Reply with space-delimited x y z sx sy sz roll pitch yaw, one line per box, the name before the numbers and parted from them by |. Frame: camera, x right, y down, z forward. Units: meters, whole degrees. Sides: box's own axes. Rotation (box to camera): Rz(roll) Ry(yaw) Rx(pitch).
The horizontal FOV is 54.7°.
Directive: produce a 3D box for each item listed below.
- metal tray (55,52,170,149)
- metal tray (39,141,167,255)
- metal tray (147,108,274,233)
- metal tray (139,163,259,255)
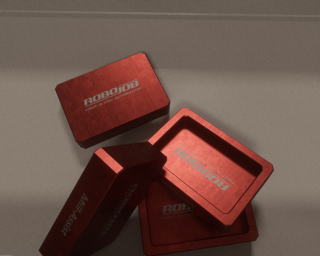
metal tray | -0.063 -0.039 0.420 0.131 0.030 0.090 -24 72 -9
metal tray | -0.055 0.076 0.314 0.030 0.090 0.129 39 108 21
metal tray | 0.050 0.044 0.358 0.130 0.030 0.090 36 64 22
metal tray | 0.041 0.097 0.371 0.131 0.030 0.090 -7 70 -3
